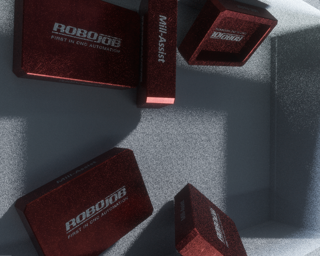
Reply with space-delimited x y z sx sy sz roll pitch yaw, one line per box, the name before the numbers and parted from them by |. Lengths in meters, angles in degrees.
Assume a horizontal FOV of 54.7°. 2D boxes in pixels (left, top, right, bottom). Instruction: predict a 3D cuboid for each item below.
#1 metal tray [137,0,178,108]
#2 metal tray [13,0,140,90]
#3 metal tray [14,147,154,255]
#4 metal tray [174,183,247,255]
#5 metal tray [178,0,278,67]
metal tray | -0.006 -0.090 0.356 0.030 0.090 0.129 2 89 -11
metal tray | -0.083 -0.093 0.333 0.131 0.030 0.089 2 89 -40
metal tray | -0.075 0.088 0.341 0.131 0.030 0.090 -29 108 -36
metal tray | 0.061 0.128 0.378 0.090 0.130 0.030 42 100 -7
metal tray | 0.099 -0.133 0.448 0.131 0.089 0.030 -8 55 -40
